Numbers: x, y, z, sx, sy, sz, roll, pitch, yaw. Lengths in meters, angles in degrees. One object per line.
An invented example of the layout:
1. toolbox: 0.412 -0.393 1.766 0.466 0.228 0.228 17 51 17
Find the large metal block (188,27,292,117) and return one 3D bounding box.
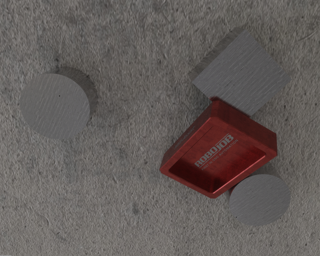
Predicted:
1. large metal block: 0.093 -0.062 0.374 0.080 0.050 0.080 42 105 -14

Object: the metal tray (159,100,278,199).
1. metal tray: 0.069 0.034 0.390 0.090 0.030 0.129 29 135 -11

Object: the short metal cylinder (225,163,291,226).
1. short metal cylinder: 0.131 0.087 0.430 0.081 0.050 0.079 0 110 0

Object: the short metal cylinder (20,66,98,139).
1. short metal cylinder: -0.122 -0.032 0.383 0.081 0.050 0.079 0 110 0
